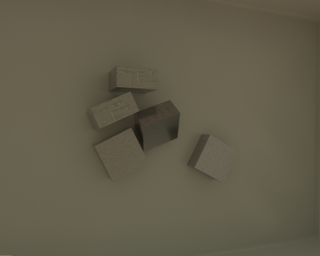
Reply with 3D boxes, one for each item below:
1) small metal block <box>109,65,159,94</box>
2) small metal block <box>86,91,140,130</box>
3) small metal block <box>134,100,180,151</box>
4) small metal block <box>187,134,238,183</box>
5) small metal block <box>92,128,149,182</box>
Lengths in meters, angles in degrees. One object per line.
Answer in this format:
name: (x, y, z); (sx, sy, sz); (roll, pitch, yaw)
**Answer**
small metal block: (-0.034, -0.059, 0.384); (0.050, 0.050, 0.025); (1, 90, -20)
small metal block: (-0.058, -0.020, 0.375); (0.050, 0.050, 0.025); (-26, 96, -18)
small metal block: (-0.004, -0.002, 0.394); (0.050, 0.050, 0.025); (-22, 54, -19)
small metal block: (0.074, 0.043, 0.438); (0.050, 0.025, 0.050); (30, 80, -18)
small metal block: (-0.050, 0.033, 0.392); (0.050, 0.025, 0.050); (-28, 99, -18)
